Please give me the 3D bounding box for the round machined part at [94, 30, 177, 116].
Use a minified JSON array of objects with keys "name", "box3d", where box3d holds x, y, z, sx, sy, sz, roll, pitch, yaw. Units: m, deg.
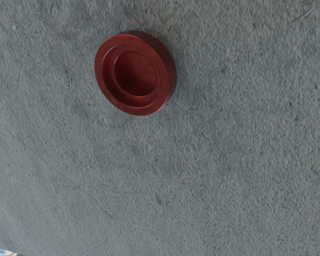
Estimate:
[{"name":"round machined part","box3d":[-0.025,-0.067,0.368,0.098,0.042,0.097,13,124,21]}]
